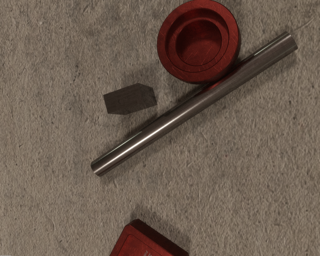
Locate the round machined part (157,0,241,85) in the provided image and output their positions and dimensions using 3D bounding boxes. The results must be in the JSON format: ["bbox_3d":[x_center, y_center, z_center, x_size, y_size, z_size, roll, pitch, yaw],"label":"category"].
[{"bbox_3d":[0.049,-0.102,0.380,0.098,0.042,0.097,-1,87,21],"label":"round machined part"}]

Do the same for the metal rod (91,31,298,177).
[{"bbox_3d":[0.031,-0.022,0.397,0.300,0.025,0.025,-33,80,16],"label":"metal rod"}]

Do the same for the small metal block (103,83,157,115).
[{"bbox_3d":[-0.038,-0.037,0.408,0.050,0.050,0.025,-16,85,19],"label":"small metal block"}]

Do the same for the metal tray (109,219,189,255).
[{"bbox_3d":[-0.030,0.202,0.415,0.090,0.030,0.129,30,99,17],"label":"metal tray"}]
